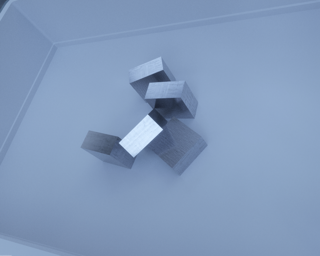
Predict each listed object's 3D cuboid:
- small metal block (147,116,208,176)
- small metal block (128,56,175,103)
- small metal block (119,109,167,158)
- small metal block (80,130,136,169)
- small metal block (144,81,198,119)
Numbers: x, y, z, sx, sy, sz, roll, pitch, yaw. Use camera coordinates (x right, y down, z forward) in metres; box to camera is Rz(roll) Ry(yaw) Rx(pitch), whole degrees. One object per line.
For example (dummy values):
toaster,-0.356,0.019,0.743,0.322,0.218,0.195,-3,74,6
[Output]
small metal block,0.021,0.021,0.382,0.050,0.025,0.050,-47,51,-5
small metal block,-0.009,-0.066,0.435,0.050,0.050,0.025,-19,54,17
small metal block,-0.019,0.005,0.389,0.025,0.050,0.050,45,104,-3
small metal block,-0.066,0.029,0.406,0.050,0.050,0.025,10,69,32
small metal block,0.016,-0.035,0.403,0.050,0.050,0.025,1,62,28
